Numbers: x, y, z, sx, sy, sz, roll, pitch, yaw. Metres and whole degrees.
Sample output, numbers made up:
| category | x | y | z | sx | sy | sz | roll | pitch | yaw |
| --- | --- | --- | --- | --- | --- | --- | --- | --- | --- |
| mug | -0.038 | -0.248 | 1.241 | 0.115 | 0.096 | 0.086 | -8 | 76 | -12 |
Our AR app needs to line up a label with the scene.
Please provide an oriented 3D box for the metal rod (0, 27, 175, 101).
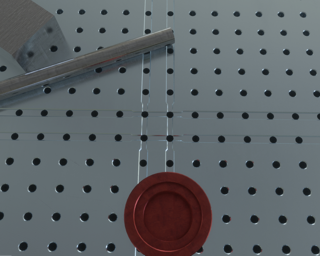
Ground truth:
| category | x | y | z | sx | sy | sz | roll | pitch | yaw |
| --- | --- | --- | --- | --- | --- | --- | --- | --- | --- |
| metal rod | -0.123 | -0.087 | 0.442 | 0.302 | 0.025 | 0.025 | -20 | 71 | -7 |

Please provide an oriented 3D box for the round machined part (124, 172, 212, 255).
| category | x | y | z | sx | sy | sz | roll | pitch | yaw |
| --- | --- | --- | --- | --- | --- | --- | --- | --- | --- |
| round machined part | 0.009 | 0.104 | 0.365 | 0.099 | 0.042 | 0.098 | 0 | 70 | 0 |

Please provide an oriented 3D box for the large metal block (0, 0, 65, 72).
| category | x | y | z | sx | sy | sz | roll | pitch | yaw |
| --- | --- | --- | --- | --- | --- | --- | --- | --- | --- |
| large metal block | -0.202 | -0.139 | 0.448 | 0.080 | 0.050 | 0.080 | 35 | 74 | 12 |
